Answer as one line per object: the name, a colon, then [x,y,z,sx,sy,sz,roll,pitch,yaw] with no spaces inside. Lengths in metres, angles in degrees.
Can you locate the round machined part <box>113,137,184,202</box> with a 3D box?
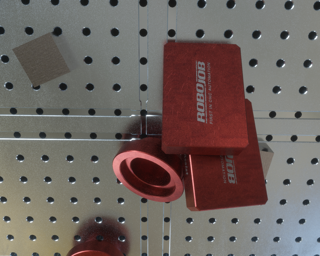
round machined part: [-0.009,0.050,0.408,0.098,0.042,0.097,15,136,15]

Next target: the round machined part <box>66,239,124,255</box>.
round machined part: [-0.100,0.215,0.483,0.099,0.042,0.097,0,110,0]

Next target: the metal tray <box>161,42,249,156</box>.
metal tray: [0.048,-0.035,0.356,0.091,0.030,0.130,2,68,-1]

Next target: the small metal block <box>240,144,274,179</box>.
small metal block: [0.123,0.048,0.432,0.050,0.025,0.050,10,110,-4]

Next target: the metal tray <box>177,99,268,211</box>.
metal tray: [0.073,0.030,0.374,0.091,0.030,0.129,-1,75,-16]

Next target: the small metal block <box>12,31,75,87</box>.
small metal block: [-0.141,-0.085,0.381,0.050,0.025,0.050,-22,109,7]
